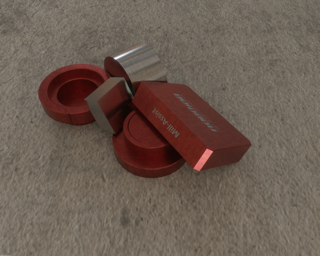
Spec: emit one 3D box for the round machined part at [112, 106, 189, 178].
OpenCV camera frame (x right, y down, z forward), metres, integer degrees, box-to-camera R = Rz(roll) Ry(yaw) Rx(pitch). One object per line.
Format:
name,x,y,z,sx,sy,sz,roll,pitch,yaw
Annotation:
round machined part,-0.010,0.010,0.385,0.099,0.042,0.098,0,50,0

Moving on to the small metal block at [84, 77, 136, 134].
small metal block,-0.059,-0.029,0.389,0.025,0.050,0.050,9,45,39

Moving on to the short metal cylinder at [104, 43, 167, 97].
short metal cylinder,-0.034,-0.071,0.429,0.050,0.080,0.080,-31,57,-23

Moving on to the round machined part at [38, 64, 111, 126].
round machined part,-0.111,-0.041,0.427,0.099,0.042,0.098,0,50,0

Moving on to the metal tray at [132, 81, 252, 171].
metal tray,0.037,-0.008,0.380,0.091,0.030,0.130,-4,41,-46
